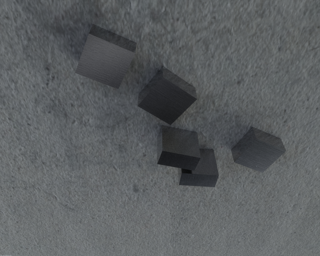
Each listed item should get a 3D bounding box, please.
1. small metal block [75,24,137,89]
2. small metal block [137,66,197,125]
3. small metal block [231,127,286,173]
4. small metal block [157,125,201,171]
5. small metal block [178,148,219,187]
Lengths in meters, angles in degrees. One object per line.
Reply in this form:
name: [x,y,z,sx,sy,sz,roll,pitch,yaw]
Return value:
small metal block: [-0.059,-0.077,0.341,0.050,0.025,0.050,20,127,-17]
small metal block: [0.008,-0.038,0.375,0.050,0.025,0.050,30,124,-23]
small metal block: [0.138,0.032,0.436,0.050,0.025,0.050,21,127,-18]
small metal block: [0.024,0.026,0.413,0.050,0.050,0.025,12,129,-10]
small metal block: [0.052,0.055,0.438,0.050,0.050,0.025,4,130,-4]
